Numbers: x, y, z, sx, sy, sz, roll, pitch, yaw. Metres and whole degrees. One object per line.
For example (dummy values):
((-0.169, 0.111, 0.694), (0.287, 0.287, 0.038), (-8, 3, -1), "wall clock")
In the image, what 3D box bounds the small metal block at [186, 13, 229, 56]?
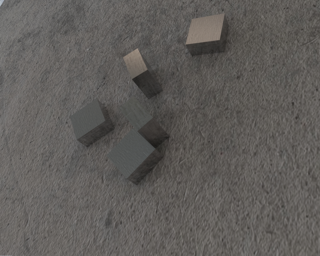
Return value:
((0.070, -0.135, 0.450), (0.050, 0.025, 0.050), (0, 62, 28), "small metal block")

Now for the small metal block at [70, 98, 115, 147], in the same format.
((-0.102, -0.008, 0.462), (0.050, 0.025, 0.050), (-33, 51, 6), "small metal block")

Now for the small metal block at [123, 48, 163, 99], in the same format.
((-0.024, -0.078, 0.449), (0.025, 0.050, 0.050), (-30, 52, 9), "small metal block")

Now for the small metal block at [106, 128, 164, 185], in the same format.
((-0.032, 0.036, 0.399), (0.050, 0.025, 0.050), (-46, 51, -4), "small metal block")

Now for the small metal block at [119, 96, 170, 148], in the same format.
((-0.020, -0.007, 0.403), (0.025, 0.050, 0.050), (-42, 51, 0), "small metal block")
